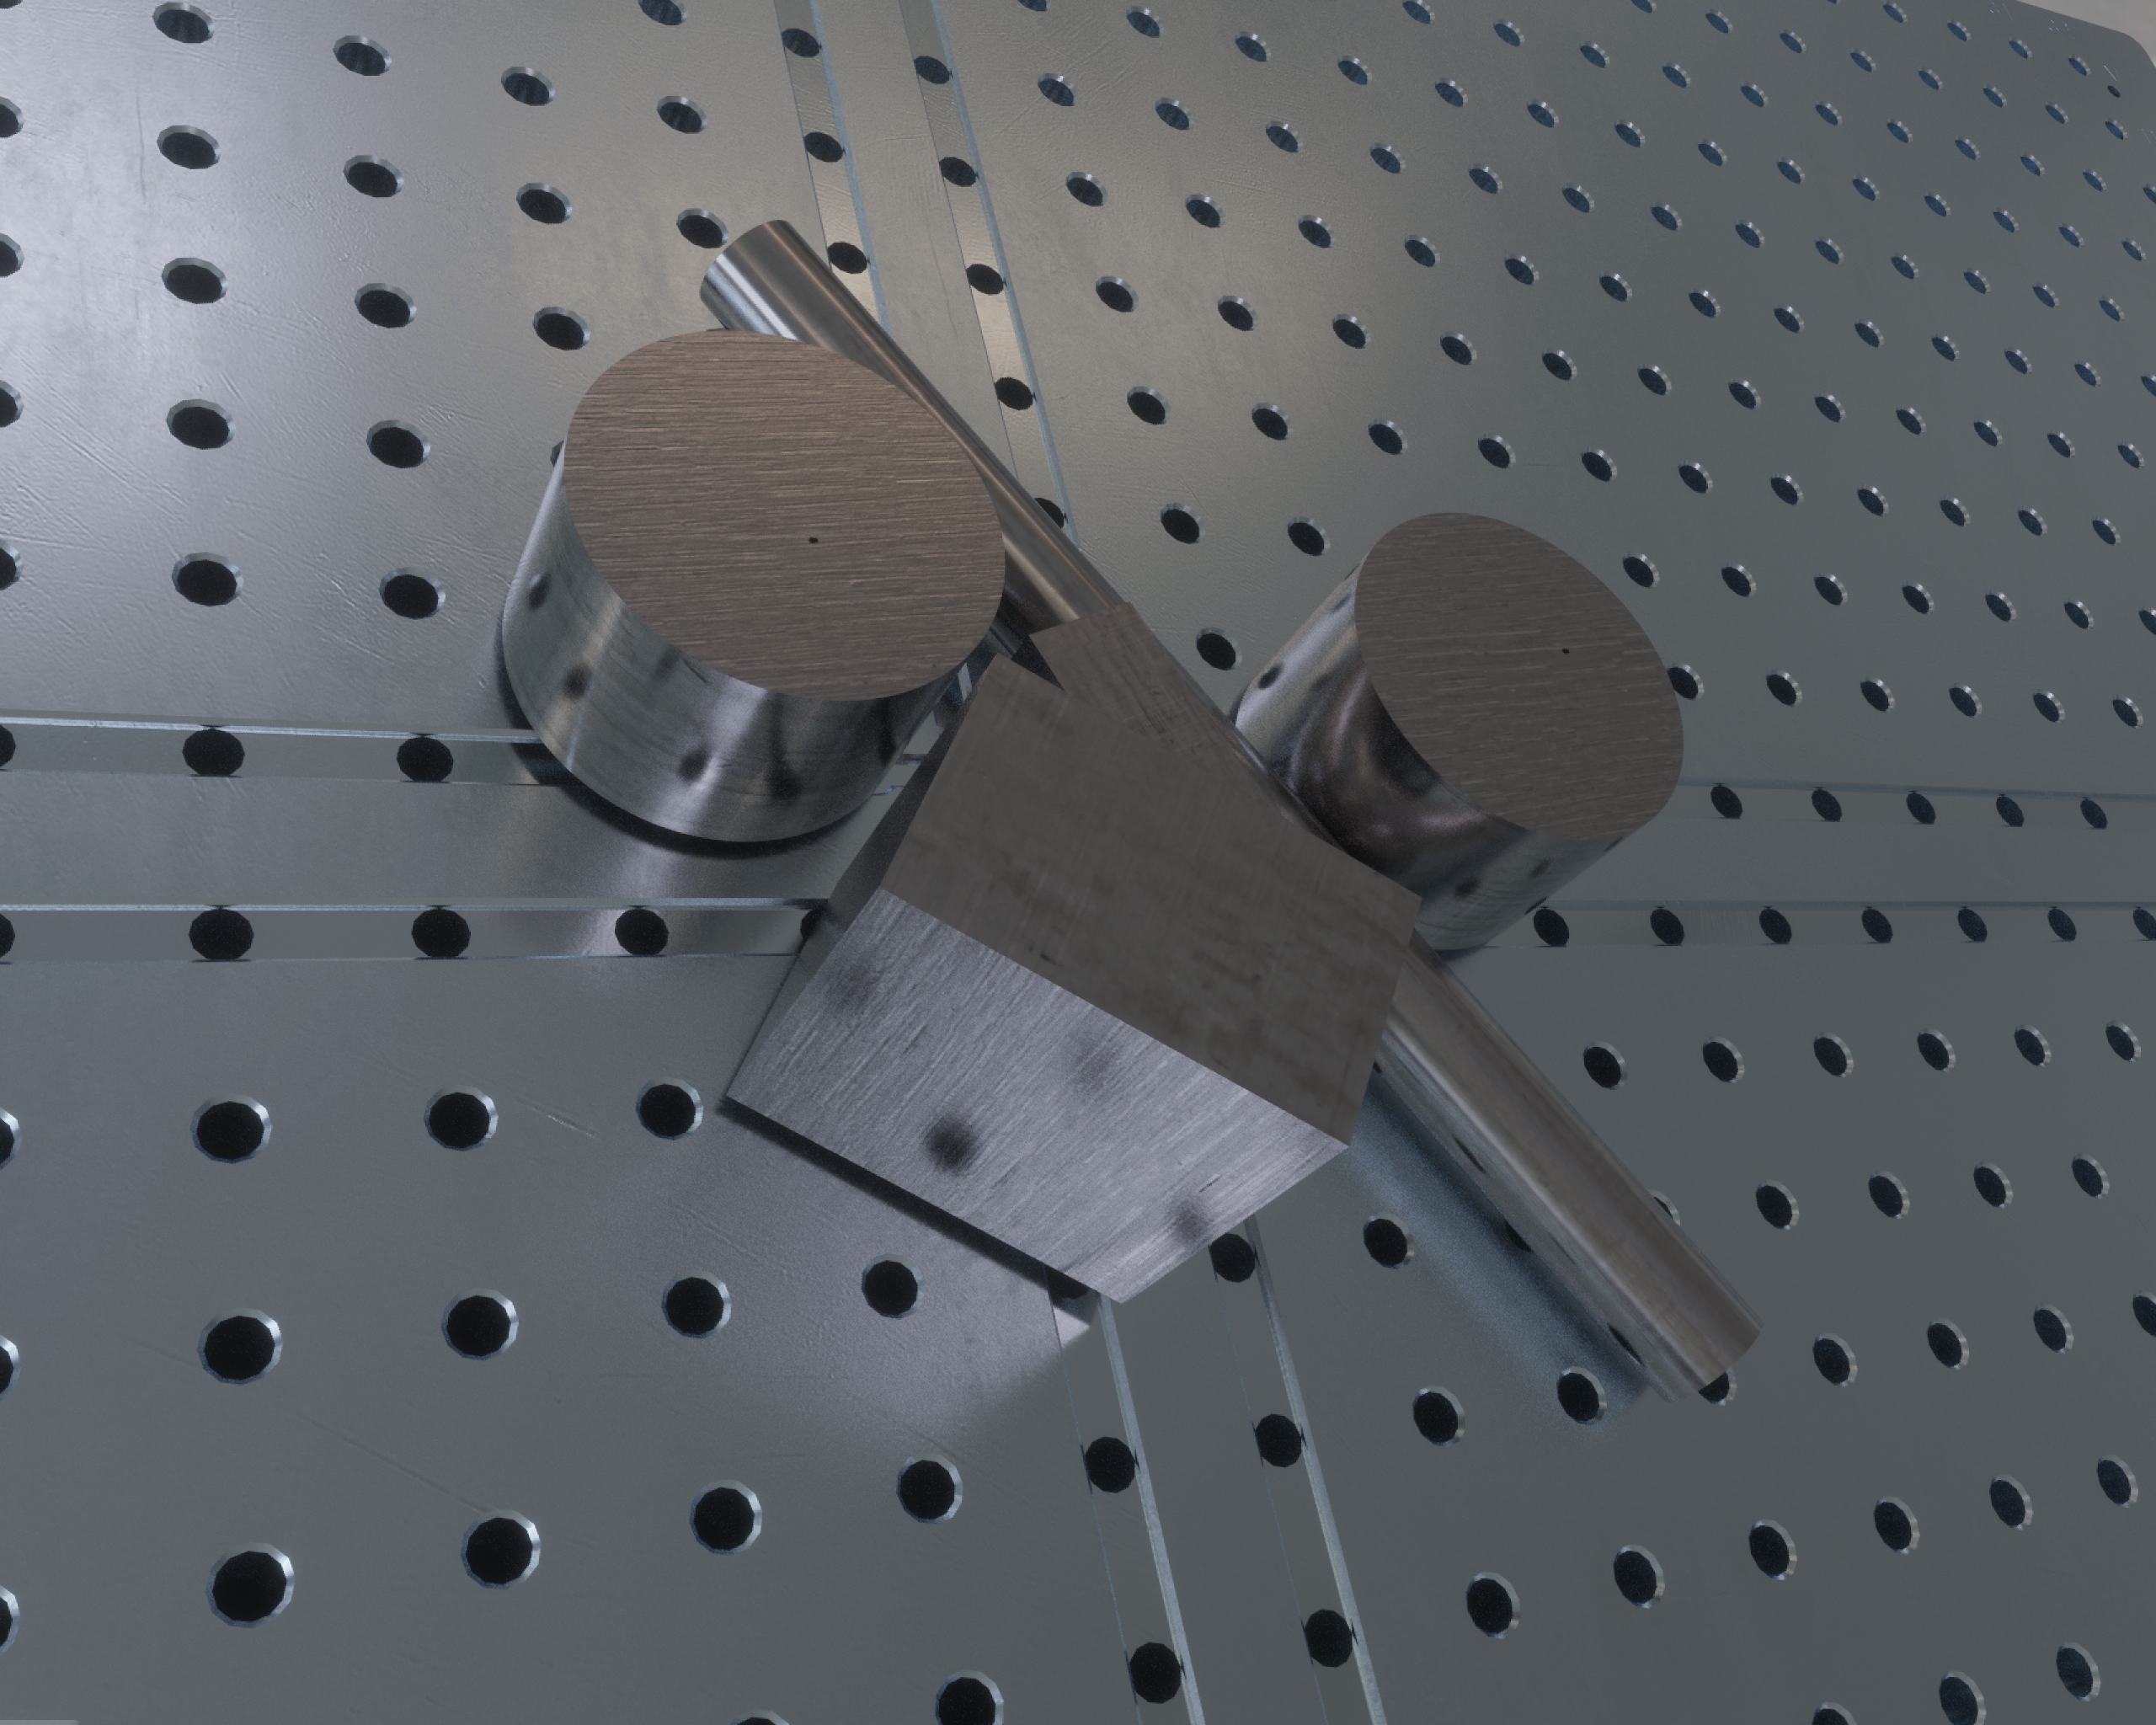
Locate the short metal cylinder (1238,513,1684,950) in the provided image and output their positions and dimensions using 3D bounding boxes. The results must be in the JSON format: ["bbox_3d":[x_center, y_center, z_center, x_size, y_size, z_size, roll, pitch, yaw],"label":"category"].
[{"bbox_3d":[0.081,-0.028,0.448,0.081,0.050,0.080,14,56,-21],"label":"short metal cylinder"}]

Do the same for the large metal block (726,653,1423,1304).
[{"bbox_3d":[-0.002,0.023,0.352,0.080,0.080,0.050,30,53,-9],"label":"large metal block"}]

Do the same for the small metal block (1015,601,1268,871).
[{"bbox_3d":[0.003,-0.013,0.396,0.025,0.050,0.050,-23,75,-36],"label":"small metal block"}]

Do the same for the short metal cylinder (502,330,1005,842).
[{"bbox_3d":[-0.060,-0.051,0.386,0.081,0.050,0.080,14,56,-21],"label":"short metal cylinder"}]

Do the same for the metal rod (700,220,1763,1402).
[{"bbox_3d":[0.027,-0.015,0.427,0.300,0.025,0.025,49,51,6],"label":"metal rod"}]
